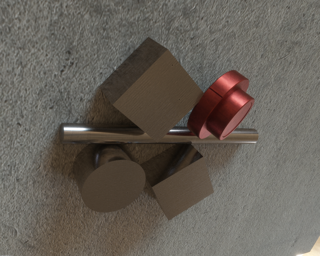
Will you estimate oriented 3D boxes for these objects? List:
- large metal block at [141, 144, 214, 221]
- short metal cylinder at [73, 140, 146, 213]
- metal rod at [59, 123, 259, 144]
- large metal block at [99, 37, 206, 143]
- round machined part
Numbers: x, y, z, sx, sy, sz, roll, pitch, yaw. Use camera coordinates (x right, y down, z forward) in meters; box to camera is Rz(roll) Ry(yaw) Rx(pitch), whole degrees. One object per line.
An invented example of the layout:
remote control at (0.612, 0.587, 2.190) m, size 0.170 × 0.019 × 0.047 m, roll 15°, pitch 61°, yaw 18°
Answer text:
large metal block at (0.025, 0.075, 0.454) m, size 0.080 × 0.050 × 0.080 m, roll -29°, pitch 129°, yaw -10°
short metal cylinder at (-0.065, 0.060, 0.395) m, size 0.081 × 0.050 × 0.079 m, roll -14°, pitch 125°, yaw -21°
metal rod at (0.019, 0.010, 0.428) m, size 0.303 × 0.025 × 0.025 m, roll 2°, pitch 118°, yaw -30°
large metal block at (-0.008, -0.043, 0.360) m, size 0.080 × 0.050 × 0.080 m, roll -45°, pitch 130°, yaw 3°
round machined part at (0.084, -0.023, 0.401) m, size 0.098 × 0.042 × 0.098 m, roll -41°, pitch 159°, yaw -19°
